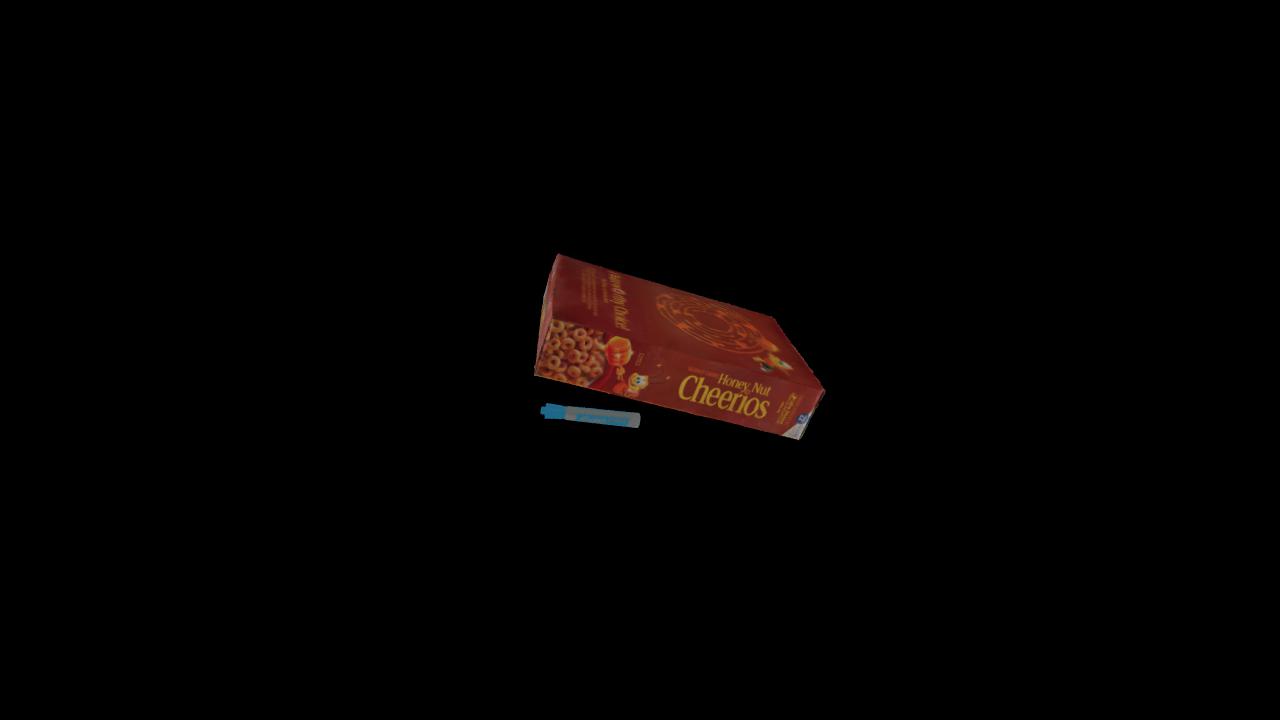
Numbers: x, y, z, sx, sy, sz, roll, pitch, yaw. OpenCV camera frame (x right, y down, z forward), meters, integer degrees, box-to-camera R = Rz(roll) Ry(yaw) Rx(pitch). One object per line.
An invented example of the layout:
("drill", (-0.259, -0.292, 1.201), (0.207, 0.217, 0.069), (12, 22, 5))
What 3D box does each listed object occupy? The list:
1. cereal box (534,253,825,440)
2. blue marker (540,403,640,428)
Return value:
("cereal box", (0.038, -0.020, 0.716), (0.306, 0.081, 0.203), (15, 25, -14))
("blue marker", (-0.059, 0.067, 0.743), (0.121, 0.020, 0.020), (8, -2, -15))
